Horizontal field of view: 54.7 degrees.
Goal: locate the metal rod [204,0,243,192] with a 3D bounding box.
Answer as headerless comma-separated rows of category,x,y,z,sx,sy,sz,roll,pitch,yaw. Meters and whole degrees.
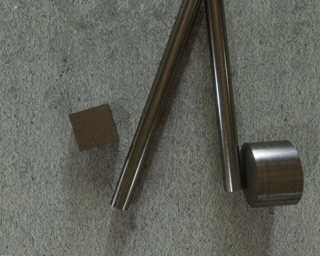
metal rod,0.082,-0.067,0.410,0.025,0.025,0.298,-6,90,0

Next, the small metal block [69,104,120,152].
small metal block,-0.086,0.000,0.409,0.050,0.025,0.050,-17,90,0

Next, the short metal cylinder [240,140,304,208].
short metal cylinder,0.134,0.056,0.384,0.050,0.080,0.080,-4,90,0

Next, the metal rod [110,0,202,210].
metal rod,-0.004,-0.037,0.409,0.025,0.025,0.299,20,90,0
